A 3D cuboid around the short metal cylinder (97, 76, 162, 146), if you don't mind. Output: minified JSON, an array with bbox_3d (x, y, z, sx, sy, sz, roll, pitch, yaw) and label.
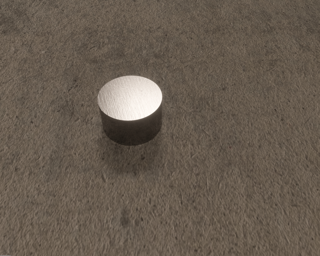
[{"bbox_3d":[-0.038,-0.023,0.406,0.081,0.050,0.080,0,50,0],"label":"short metal cylinder"}]
